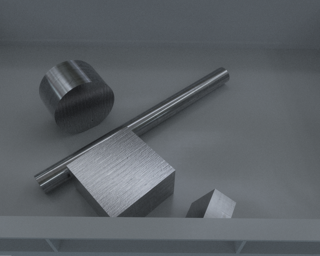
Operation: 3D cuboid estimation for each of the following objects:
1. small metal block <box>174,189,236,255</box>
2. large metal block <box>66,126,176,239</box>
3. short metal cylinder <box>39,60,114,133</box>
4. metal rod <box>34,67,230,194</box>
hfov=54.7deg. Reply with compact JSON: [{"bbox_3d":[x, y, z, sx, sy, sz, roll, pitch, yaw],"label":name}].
[{"bbox_3d":[0.044,0.094,0.306,0.025,0.050,0.050,34,53,-3],"label":"small metal block"},{"bbox_3d":[-0.041,0.057,0.340,0.080,0.050,0.080,-35,59,-26],"label":"large metal block"},{"bbox_3d":[-0.107,-0.040,0.402,0.081,0.080,0.050,-28,56,-22],"label":"short metal cylinder"},{"bbox_3d":[-0.019,-0.008,0.411,0.302,0.025,0.025,-32,57,-25],"label":"metal rod"}]
